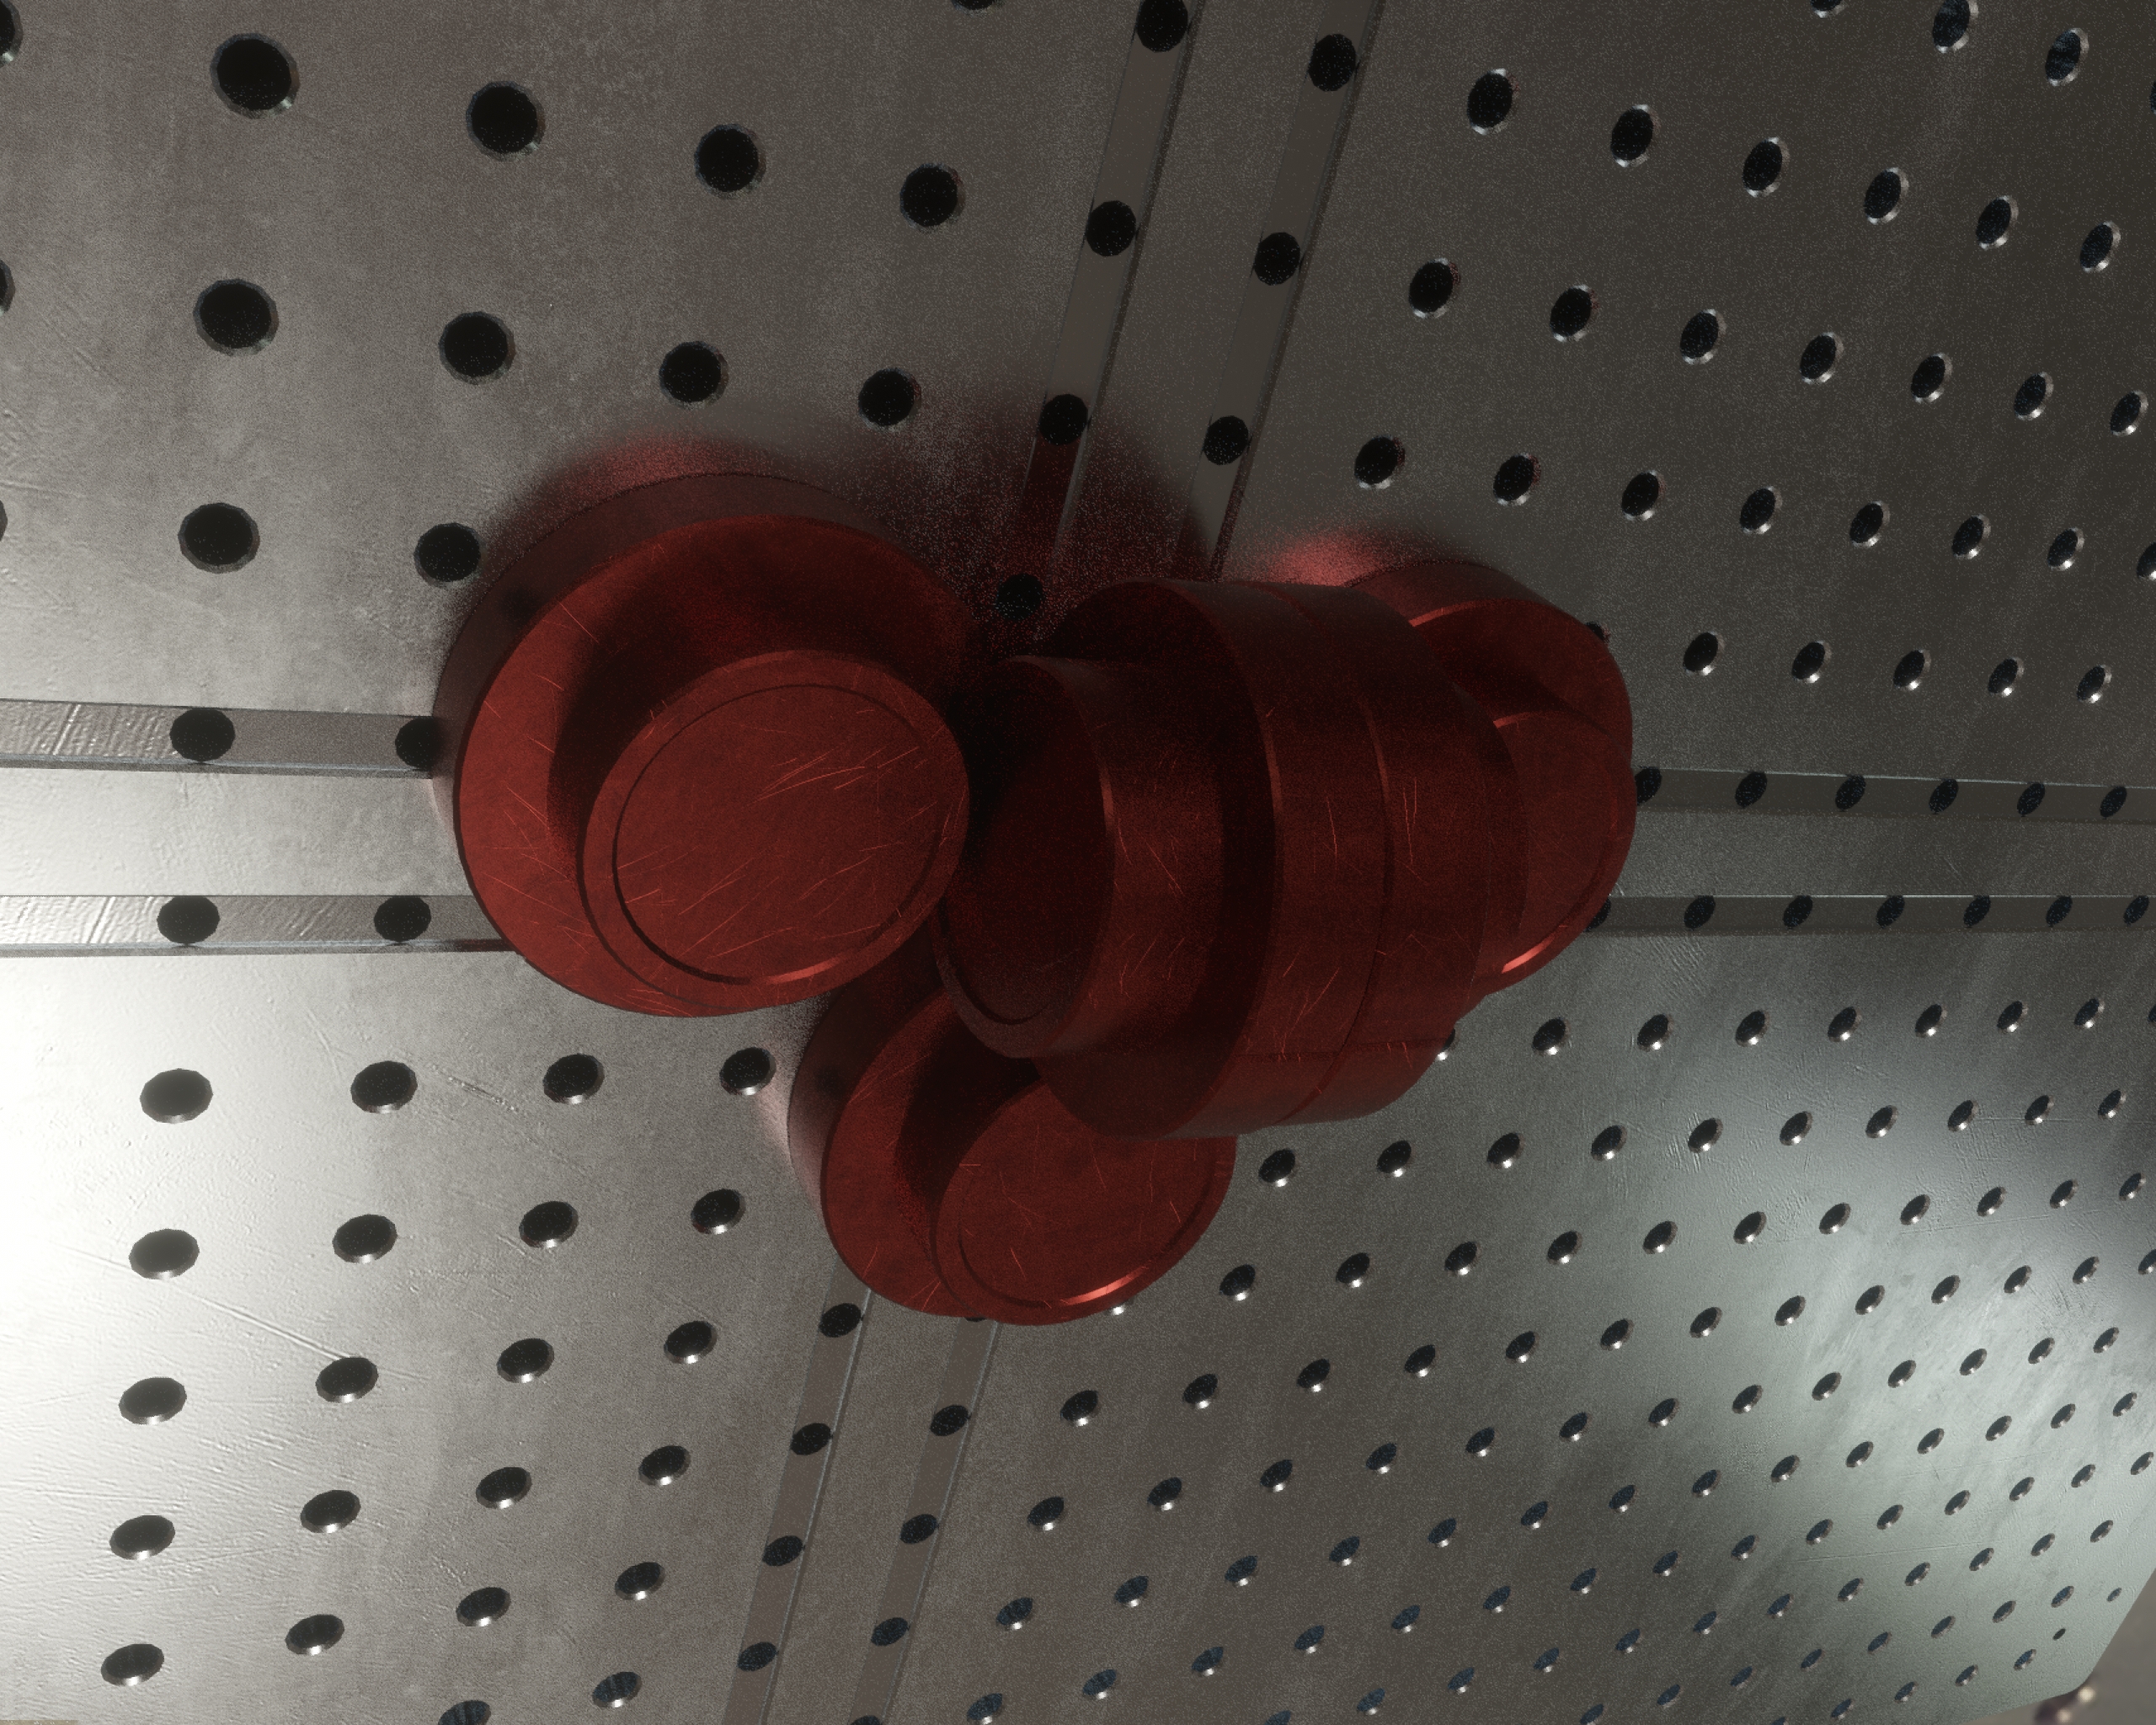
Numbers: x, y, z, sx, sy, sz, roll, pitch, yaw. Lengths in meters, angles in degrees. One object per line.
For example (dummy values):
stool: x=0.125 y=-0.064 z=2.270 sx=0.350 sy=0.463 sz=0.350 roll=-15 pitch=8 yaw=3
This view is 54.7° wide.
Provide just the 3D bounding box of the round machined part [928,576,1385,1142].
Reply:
round machined part: x=0.006 y=-0.001 z=0.360 sx=0.042 sy=0.098 sz=0.097 roll=1 pitch=118 yaw=-30

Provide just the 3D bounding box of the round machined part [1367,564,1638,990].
round machined part: x=0.077 y=-0.010 z=0.437 sx=0.099 sy=0.042 sz=0.097 roll=-14 pitch=125 yaw=-21

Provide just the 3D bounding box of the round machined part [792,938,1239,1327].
round machined part: x=-0.006 y=0.057 z=0.433 sx=0.099 sy=0.042 sz=0.097 roll=-14 pitch=125 yaw=-21

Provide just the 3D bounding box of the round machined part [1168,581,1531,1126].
round machined part: x=0.045 y=-0.002 z=0.382 sx=0.042 sy=0.098 sz=0.097 roll=-1 pitch=119 yaw=-29

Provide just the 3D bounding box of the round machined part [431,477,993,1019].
round machined part: x=-0.058 y=-0.014 z=0.361 sx=0.099 sy=0.042 sz=0.097 roll=-14 pitch=125 yaw=-21
